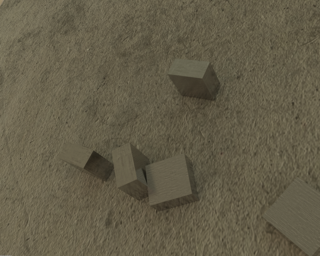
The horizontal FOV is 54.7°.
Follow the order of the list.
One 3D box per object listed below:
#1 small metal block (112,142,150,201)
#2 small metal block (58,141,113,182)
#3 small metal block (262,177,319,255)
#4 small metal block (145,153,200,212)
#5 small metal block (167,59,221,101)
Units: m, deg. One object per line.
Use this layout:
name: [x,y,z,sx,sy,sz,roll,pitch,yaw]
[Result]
small metal block: [-0.031,0.053,0.371,0.025,0.050,0.050,-26,53,13]
small metal block: [-0.097,0.045,0.411,0.050,0.050,0.025,15,70,34]
small metal block: [0.132,0.082,0.284,0.050,0.025,0.050,-47,51,-5]
small metal block: [0.013,0.063,0.358,0.050,0.025,0.050,-20,54,16]
small metal block: [0.045,-0.063,0.402,0.050,0.050,0.025,14,69,34]
